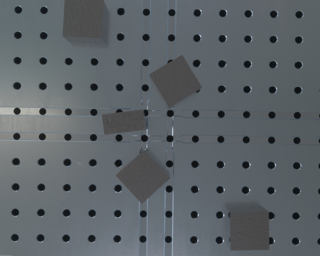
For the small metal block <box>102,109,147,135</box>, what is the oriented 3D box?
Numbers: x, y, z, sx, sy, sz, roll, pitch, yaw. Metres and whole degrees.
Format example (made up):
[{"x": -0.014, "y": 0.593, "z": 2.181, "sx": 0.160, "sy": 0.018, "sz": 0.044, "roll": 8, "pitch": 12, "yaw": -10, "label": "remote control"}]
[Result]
[{"x": -0.044, "y": -0.007, "z": 0.401, "sx": 0.050, "sy": 0.050, "sz": 0.025, "roll": -7, "pitch": 90, "yaw": 0, "label": "small metal block"}]

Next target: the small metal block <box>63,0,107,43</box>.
[{"x": -0.099, "y": -0.142, "z": 0.413, "sx": 0.050, "sy": 0.025, "sz": 0.050, "roll": 3, "pitch": 90, "yaw": 0, "label": "small metal block"}]

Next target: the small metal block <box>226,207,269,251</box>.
[{"x": 0.116, "y": 0.134, "z": 0.414, "sx": 0.050, "sy": 0.025, "sz": 0.050, "roll": -1, "pitch": 90, "yaw": 0, "label": "small metal block"}]

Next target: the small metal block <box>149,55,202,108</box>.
[{"x": 0.020, "y": -0.061, "z": 0.413, "sx": 0.050, "sy": 0.025, "sz": 0.050, "roll": -31, "pitch": 90, "yaw": 0, "label": "small metal block"}]

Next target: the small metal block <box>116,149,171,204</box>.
[{"x": -0.022, "y": 0.063, "z": 0.413, "sx": 0.050, "sy": 0.025, "sz": 0.050, "roll": -42, "pitch": 90, "yaw": 0, "label": "small metal block"}]
